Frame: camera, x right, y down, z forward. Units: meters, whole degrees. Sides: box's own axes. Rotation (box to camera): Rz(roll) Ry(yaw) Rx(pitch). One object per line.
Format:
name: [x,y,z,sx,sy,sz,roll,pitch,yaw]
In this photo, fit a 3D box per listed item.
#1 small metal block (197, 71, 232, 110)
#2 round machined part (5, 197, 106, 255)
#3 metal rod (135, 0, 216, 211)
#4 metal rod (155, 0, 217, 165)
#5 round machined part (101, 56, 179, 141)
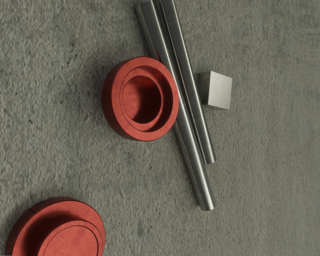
small metal block: [0.083,-0.056,0.474,0.050,0.025,0.050,9,85,-40]
round machined part: [-0.098,0.122,0.312,0.099,0.042,0.097,0,90,-40]
metal rod: [0.026,-0.019,0.426,0.025,0.025,0.298,-30,109,-36]
metal rod: [0.031,-0.089,0.429,0.025,0.025,0.298,-27,107,-37]
round machined part: [-0.027,-0.033,0.371,0.099,0.042,0.097,0,90,-40]
